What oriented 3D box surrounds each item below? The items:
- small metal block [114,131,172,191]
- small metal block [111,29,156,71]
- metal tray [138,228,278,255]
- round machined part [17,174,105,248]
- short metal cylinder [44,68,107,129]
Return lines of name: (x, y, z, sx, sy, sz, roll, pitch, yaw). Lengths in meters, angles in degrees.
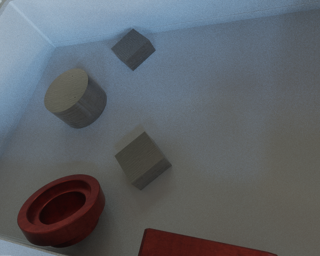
small metal block: (-0.022, 0.041, 0.391, 0.050, 0.025, 0.050, -39, 51, 1)
small metal block: (-0.044, -0.128, 0.506, 0.050, 0.025, 0.050, -43, 51, -2)
metal tray: (0.050, 0.114, 0.241, 0.090, 0.130, 0.030, 1, 63, 28)
round machined part: (-0.113, 0.103, 0.371, 0.098, 0.042, 0.098, -12, 27, 7)
short metal cylinder: (-0.131, -0.046, 0.485, 0.080, 0.050, 0.080, -13, 56, 20)
